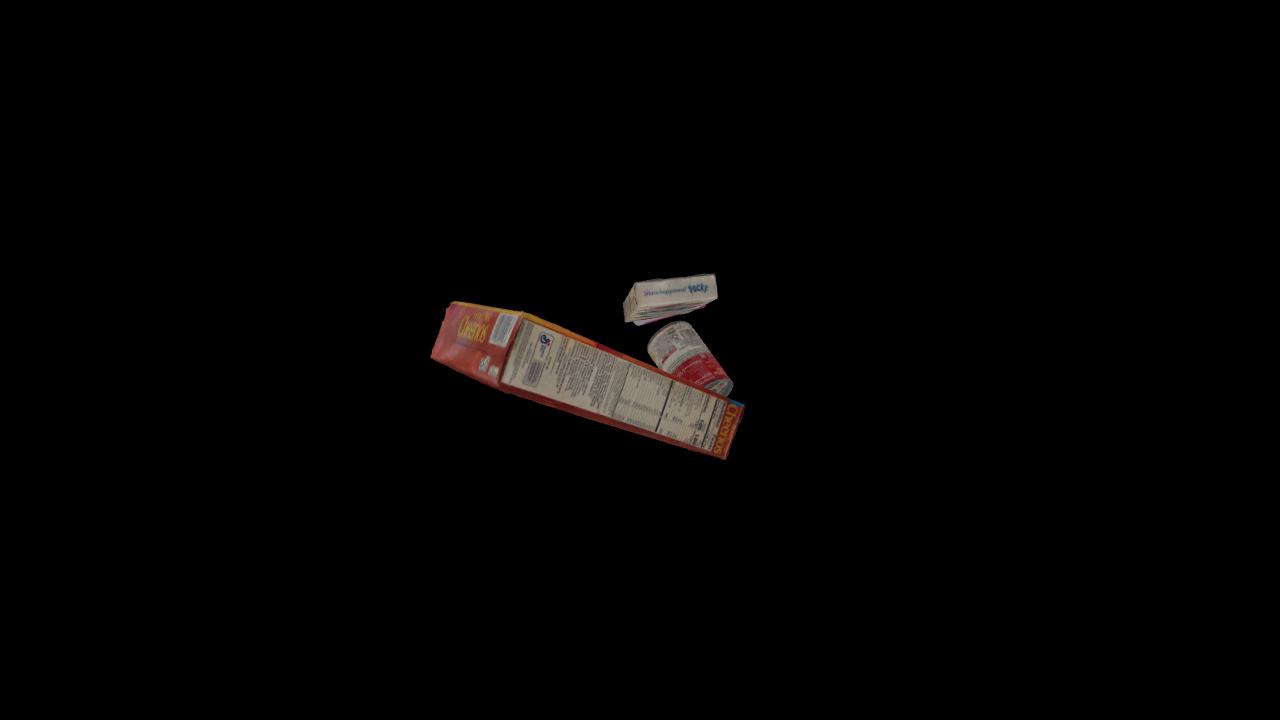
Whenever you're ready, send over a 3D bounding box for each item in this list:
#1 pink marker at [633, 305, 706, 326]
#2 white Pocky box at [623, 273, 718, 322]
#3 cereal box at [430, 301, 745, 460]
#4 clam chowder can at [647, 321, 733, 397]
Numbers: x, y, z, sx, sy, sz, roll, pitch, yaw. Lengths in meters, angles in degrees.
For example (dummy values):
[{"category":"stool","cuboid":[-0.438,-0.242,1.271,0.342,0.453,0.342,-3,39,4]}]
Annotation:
[{"category":"pink marker","cuboid":[0.035,-0.061,0.746,0.020,0.020,0.121,0,-8,-40]},{"category":"white Pocky box","cuboid":[0.028,-0.066,0.672,0.084,0.028,0.154,-8,-1,-6]},{"category":"cereal box","cuboid":[-0.057,0.024,0.703,0.306,0.081,0.203,22,-6,-35]},{"category":"clam chowder can","cuboid":[0.061,0.009,0.768,0.068,0.102,0.068,-24,-30,-15]}]
